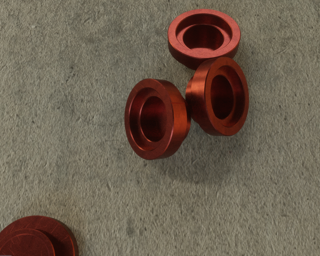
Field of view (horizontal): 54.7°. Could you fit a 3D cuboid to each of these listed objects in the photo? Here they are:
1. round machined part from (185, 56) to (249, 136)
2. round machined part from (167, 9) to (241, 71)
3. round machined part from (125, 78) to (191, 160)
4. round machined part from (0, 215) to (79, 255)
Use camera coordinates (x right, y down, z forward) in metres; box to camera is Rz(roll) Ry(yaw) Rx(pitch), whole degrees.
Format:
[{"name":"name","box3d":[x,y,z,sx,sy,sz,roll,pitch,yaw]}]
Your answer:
[{"name":"round machined part","box3d":[0.070,-0.039,0.395,0.042,0.098,0.098,-1,63,45]},{"name":"round machined part","box3d":[0.060,-0.119,0.436,0.099,0.042,0.098,-1,58,2]},{"name":"round machined part","box3d":[0.000,-0.011,0.383,0.042,0.098,0.098,-2,65,-39]},{"name":"round machined part","box3d":[-0.145,0.148,0.344,0.099,0.042,0.098,0,70,0]}]
